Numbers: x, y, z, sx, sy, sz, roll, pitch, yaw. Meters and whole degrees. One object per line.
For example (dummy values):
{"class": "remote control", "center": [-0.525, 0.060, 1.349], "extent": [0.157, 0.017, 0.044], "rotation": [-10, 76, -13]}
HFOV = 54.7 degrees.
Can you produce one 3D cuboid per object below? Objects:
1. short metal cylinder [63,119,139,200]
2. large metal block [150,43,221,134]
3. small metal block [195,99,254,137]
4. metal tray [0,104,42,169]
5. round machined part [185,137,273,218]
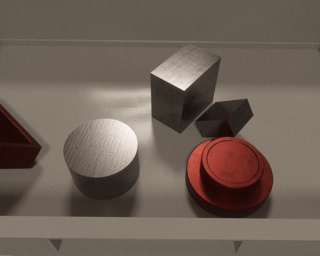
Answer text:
{"class": "short metal cylinder", "center": [-0.065, 0.035, 0.358], "extent": [0.081, 0.050, 0.080], "rotation": [0, 50, 0]}
{"class": "large metal block", "center": [0.033, -0.053, 0.414], "extent": [0.050, 0.080, 0.080], "rotation": [32, 57, 23]}
{"class": "small metal block", "center": [0.083, -0.012, 0.398], "extent": [0.050, 0.025, 0.050], "rotation": [-2, 31, 49]}
{"class": "metal tray", "center": [-0.214, -0.002, 0.363], "extent": [0.130, 0.090, 0.030], "rotation": [37, 102, 26]}
{"class": "round machined part", "center": [0.079, 0.049, 0.354], "extent": [0.099, 0.042, 0.098], "rotation": [0, 50, 0]}
